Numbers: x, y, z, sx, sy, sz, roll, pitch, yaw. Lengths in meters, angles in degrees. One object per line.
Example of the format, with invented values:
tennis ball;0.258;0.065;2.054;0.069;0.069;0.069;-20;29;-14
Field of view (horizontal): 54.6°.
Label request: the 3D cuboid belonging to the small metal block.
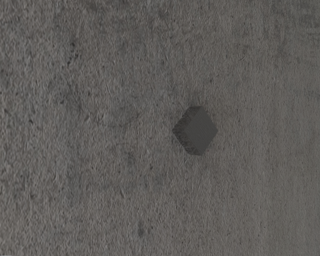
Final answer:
small metal block;0.051;0.004;0.446;0.050;0.025;0.050;-52;120;-27
